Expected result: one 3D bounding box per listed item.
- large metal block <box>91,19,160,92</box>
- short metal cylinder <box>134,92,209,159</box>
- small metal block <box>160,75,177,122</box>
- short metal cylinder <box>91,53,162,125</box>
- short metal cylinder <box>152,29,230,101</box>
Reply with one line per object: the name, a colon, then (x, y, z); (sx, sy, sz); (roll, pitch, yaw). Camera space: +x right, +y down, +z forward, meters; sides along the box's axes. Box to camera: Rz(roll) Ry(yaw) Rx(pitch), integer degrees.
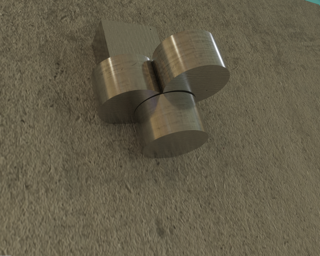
large metal block: (-0.042, -0.096, 0.426); (0.081, 0.050, 0.080); (-2, 63, -29)
short metal cylinder: (0.013, -0.001, 0.378); (0.081, 0.080, 0.050); (0, 62, -29)
small metal block: (0.011, -0.038, 0.421); (0.025, 0.050, 0.050); (1, 61, -28)
short metal cylinder: (-0.039, -0.045, 0.377); (0.081, 0.080, 0.050); (-2, 63, -29)
short metal cylinder: (0.036, -0.070, 0.368); (0.081, 0.080, 0.050); (-2, 63, -29)
